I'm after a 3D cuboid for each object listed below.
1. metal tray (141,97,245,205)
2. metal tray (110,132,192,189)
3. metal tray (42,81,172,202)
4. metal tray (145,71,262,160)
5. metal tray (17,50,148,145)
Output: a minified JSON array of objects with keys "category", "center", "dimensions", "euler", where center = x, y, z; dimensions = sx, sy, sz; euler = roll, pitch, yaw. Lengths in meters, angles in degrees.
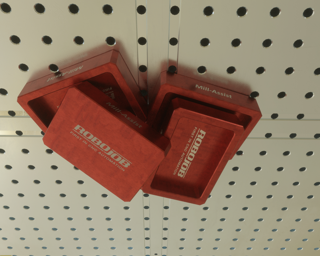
[{"category":"metal tray","center":[0.037,0.034,0.397],"dimensions":[0.091,0.030,0.129],"euler":[16,117,-13]},{"category":"metal tray","center":[-0.019,0.050,0.450],"dimensions":[0.131,0.030,0.089],"euler":[20,127,-17]},{"category":"metal tray","center":[-0.064,0.017,0.369],"dimensions":[0.130,0.030,0.090],"euler":[36,116,-1]},{"category":"metal tray","center":[0.050,-0.011,0.397],"dimensions":[0.131,0.030,0.089],"euler":[15,128,-12]},{"category":"metal tray","center":[-0.092,-0.030,0.381],"dimensions":[0.130,0.030,0.090],"euler":[-17,128,14]}]
